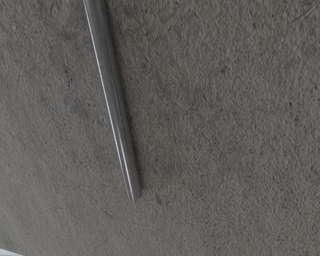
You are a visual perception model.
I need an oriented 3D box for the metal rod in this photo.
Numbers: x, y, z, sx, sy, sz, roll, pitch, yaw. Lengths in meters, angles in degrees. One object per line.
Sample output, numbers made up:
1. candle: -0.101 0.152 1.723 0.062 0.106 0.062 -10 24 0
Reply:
1. metal rod: -0.059 -0.024 0.423 0.025 0.025 0.298 6 121 25
